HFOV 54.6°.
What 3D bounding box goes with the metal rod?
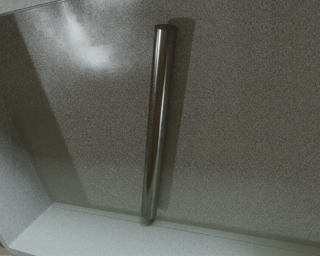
[{"bbox_3d":[-0.006,0.014,0.418,0.025,0.025,0.298,18,126,18],"label":"metal rod"}]
